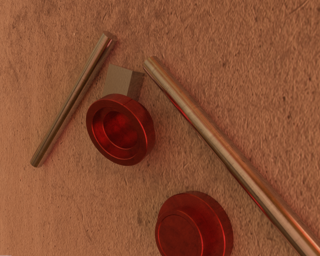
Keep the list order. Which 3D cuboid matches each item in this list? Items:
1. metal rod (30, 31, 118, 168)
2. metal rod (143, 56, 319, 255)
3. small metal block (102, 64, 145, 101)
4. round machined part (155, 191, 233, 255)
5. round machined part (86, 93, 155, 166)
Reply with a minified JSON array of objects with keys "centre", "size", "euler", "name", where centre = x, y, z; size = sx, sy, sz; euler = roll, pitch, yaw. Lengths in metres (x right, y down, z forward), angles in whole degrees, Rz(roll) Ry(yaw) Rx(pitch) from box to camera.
[{"centre":[-0.157,-0.036,0.534],"size":[0.298,0.025,0.025],"euler":[-51,60,27],"name":"metal rod"},{"centre":[0.069,0.020,0.347],"size":[0.025,0.025,0.300],"euler":[-52,60,27],"name":"metal rod"},{"centre":[-0.053,-0.062,0.449],"size":[0.050,0.025,0.050],"euler":[24,105,37],"name":"small metal block"},{"centre":[0.033,0.127,0.367],"size":[0.098,0.042,0.097],"euler":[0,90,40],"name":"round machined part"},{"centre":[-0.048,-0.001,0.417],"size":[0.098,0.042,0.097],"euler":[16,123,25],"name":"round machined part"}]
